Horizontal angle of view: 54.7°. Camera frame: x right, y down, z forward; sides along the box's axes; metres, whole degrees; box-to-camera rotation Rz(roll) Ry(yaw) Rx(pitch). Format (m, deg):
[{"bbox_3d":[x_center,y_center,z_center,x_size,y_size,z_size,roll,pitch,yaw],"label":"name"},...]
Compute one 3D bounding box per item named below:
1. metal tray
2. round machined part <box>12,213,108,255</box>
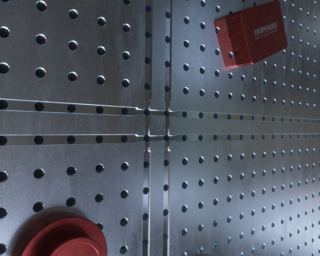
[{"bbox_3d":[0.177,-0.171,0.553,0.131,0.030,0.090,-29,108,-36],"label":"metal tray"},{"bbox_3d":[-0.096,0.141,0.318,0.099,0.042,0.097,0,90,-40],"label":"round machined part"}]
